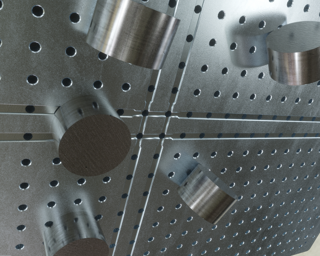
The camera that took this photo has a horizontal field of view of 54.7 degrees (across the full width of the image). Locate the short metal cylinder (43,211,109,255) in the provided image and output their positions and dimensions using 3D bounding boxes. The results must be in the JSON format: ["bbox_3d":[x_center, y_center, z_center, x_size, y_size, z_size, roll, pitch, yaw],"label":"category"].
[{"bbox_3d":[-0.118,0.165,0.434,0.081,0.050,0.079,-14,125,-21],"label":"short metal cylinder"}]

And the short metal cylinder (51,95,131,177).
[{"bbox_3d":[-0.080,0.009,0.358,0.081,0.050,0.079,-14,125,-21],"label":"short metal cylinder"}]

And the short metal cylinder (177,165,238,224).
[{"bbox_3d":[0.074,0.101,0.481,0.080,0.080,0.050,34,99,-39],"label":"short metal cylinder"}]

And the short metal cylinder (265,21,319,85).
[{"bbox_3d":[0.187,-0.102,0.418,0.080,0.080,0.050,-31,129,-9],"label":"short metal cylinder"}]

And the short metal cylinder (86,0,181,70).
[{"bbox_3d":[-0.026,-0.096,0.303,0.081,0.080,0.050,9,114,-33],"label":"short metal cylinder"}]
